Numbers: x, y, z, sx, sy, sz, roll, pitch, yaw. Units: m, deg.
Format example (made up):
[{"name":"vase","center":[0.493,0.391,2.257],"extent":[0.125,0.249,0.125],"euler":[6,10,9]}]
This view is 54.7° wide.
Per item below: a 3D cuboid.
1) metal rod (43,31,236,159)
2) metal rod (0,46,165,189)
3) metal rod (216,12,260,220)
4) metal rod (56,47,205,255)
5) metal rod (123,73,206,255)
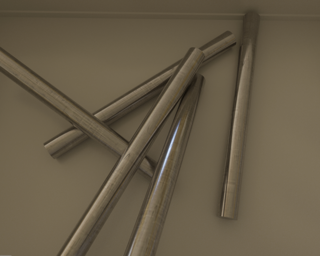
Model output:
[{"name":"metal rod","center":[-0.019,-0.051,0.428],"extent":[0.301,0.025,0.025],"euler":[-33,74,-12]},{"name":"metal rod","center":[-0.110,-0.020,0.384],"extent":[0.301,0.025,0.025],"euler":[36,74,-1]},{"name":"metal rod","center":[0.110,-0.030,0.421],"extent":[0.025,0.025,0.299],"euler":[11,70,4]},{"name":"metal rod","center":[-0.023,0.020,0.364],"extent":[0.025,0.025,0.300],"euler":[28,68,9]},{"name":"metal rod","center":[0.012,0.033,0.331],"extent":[0.025,0.025,0.301],"euler":[16,45,6]}]
